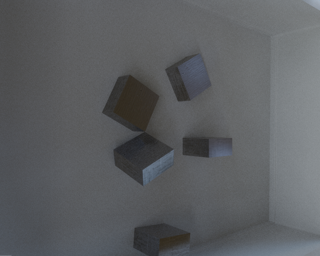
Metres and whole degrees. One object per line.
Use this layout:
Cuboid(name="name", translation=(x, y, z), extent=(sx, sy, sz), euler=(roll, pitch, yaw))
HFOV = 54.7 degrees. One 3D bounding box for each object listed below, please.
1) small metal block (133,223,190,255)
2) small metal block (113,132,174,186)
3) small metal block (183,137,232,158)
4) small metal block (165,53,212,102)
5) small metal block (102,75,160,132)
Cuboid(name="small metal block", translation=(0.002, 0.142, 0.392), extent=(0.050, 0.050, 0.025), euler=(6, 86, -40))
Cuboid(name="small metal block", translation=(-0.019, 0.035, 0.370), extent=(0.050, 0.050, 0.025), euler=(-30, 135, -36))
Cuboid(name="small metal block", translation=(0.068, 0.027, 0.447), extent=(0.050, 0.050, 0.025), euler=(-1, 91, -40))
Cuboid(name="small metal block", translation=(0.041, -0.072, 0.441), extent=(0.050, 0.025, 0.050), euler=(-37, 113, -34))
Cuboid(name="small metal block", translation=(-0.035, -0.029, 0.377), extent=(0.050, 0.025, 0.050), euler=(33, 69, -35))
